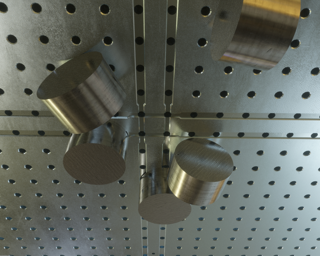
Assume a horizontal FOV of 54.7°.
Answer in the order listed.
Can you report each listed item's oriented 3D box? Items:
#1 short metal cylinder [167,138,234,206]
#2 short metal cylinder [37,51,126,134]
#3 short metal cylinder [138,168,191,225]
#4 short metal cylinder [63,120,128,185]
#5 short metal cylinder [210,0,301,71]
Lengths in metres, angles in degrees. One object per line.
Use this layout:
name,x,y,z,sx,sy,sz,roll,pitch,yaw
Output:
short metal cylinder,0.054,0.059,0.427,0.081,0.080,0.050,8,130,-7
short metal cylinder,-0.085,-0.040,0.341,0.080,0.080,0.050,-20,128,15
short metal cylinder,0.007,0.108,0.487,0.081,0.050,0.079,0,130,0
short metal cylinder,-0.085,0.032,0.422,0.081,0.050,0.079,0,130,0
short metal cylinder,0.086,-0.099,0.293,0.050,0.080,0.079,10,129,-9
